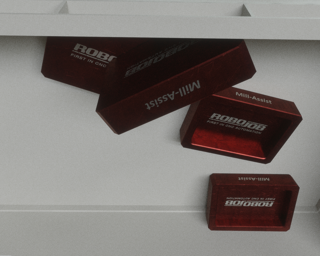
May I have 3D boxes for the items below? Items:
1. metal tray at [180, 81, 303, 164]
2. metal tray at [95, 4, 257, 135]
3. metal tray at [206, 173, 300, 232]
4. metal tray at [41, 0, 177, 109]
[{"bbox_3d":[0.101,-0.004,0.403,0.131,0.030,0.089,12,129,-11],"label":"metal tray"},{"bbox_3d":[0.010,-0.054,0.279,0.130,0.090,0.030,-23,126,17],"label":"metal tray"},{"bbox_3d":[0.143,0.119,0.491,0.131,0.030,0.089,1,114,-1],"label":"metal tray"},{"bbox_3d":[-0.053,-0.079,0.338,0.131,0.030,0.089,17,128,-14],"label":"metal tray"}]
